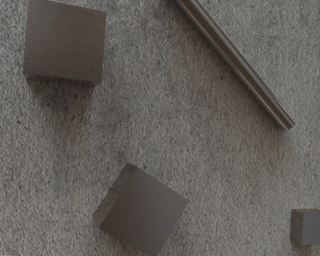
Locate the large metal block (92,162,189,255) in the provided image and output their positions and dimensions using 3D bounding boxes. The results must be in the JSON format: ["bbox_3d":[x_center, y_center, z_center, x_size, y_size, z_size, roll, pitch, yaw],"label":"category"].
[{"bbox_3d":[-0.025,0.101,0.388,0.080,0.050,0.080,36,78,-17],"label":"large metal block"}]

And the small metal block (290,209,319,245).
[{"bbox_3d":[0.241,0.159,0.501,0.050,0.025,0.050,5,88,-20],"label":"small metal block"}]

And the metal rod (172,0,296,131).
[{"bbox_3d":[0.099,-0.108,0.447,0.300,0.025,0.025,45,76,-15],"label":"metal rod"}]

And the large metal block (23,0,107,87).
[{"bbox_3d":[-0.109,-0.093,0.356,0.081,0.050,0.080,4,89,-20],"label":"large metal block"}]
